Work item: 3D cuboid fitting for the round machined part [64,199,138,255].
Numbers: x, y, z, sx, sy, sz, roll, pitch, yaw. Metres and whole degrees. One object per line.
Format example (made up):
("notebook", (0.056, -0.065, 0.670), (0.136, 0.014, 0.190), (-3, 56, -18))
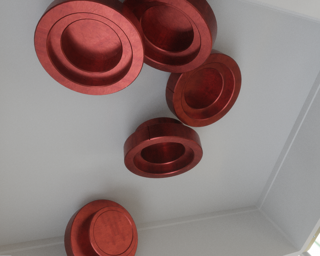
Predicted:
("round machined part", (-0.070, 0.142, 0.408), (0.099, 0.098, 0.042), (13, 145, -34))

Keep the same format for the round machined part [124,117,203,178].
("round machined part", (0.003, 0.023, 0.398), (0.099, 0.042, 0.097), (-5, 143, -4))

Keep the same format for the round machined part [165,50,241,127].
("round machined part", (0.051, -0.053, 0.394), (0.099, 0.042, 0.097), (-14, 124, -21))

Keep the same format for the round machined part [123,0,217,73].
("round machined part", (0.010, -0.106, 0.316), (0.098, 0.098, 0.042), (54, 47, -40))

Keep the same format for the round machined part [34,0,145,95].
("round machined part", (-0.063, -0.082, 0.297), (0.099, 0.042, 0.097), (-1, 134, 0))
